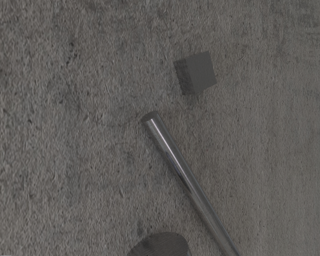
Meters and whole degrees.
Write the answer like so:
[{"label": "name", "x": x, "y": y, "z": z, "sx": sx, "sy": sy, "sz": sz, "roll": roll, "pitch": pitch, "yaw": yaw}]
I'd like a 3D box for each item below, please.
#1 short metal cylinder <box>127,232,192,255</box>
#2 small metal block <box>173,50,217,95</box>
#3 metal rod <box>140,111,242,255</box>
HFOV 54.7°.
[{"label": "short metal cylinder", "x": 0.003, "y": 0.172, "z": 0.372, "sx": 0.081, "sy": 0.080, "sz": 0.050, "roll": -33, "pitch": 111, "yaw": -35}, {"label": "small metal block", "x": 0.052, "y": -0.080, "z": 0.448, "sx": 0.050, "sy": 0.025, "sz": 0.050, "roll": -28, "pitch": 108, "yaw": -36}, {"label": "metal rod", "x": 0.056, "y": 0.103, "z": 0.452, "sx": 0.025, "sy": 0.025, "sz": 0.299, "roll": -45, "pitch": 117, "yaw": -30}]
